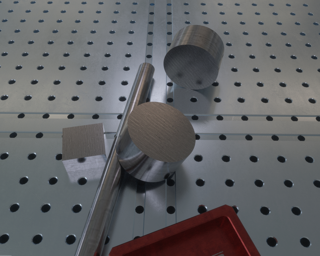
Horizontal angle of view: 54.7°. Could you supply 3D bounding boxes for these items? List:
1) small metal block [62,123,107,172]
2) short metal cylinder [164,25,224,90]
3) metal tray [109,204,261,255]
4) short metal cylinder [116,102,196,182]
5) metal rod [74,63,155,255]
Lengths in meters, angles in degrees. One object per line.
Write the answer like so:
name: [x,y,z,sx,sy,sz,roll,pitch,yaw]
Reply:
small metal block: [-0.093,0.024,0.387,0.050,0.025,0.050,-8,51,-7]
short metal cylinder: [0.051,-0.104,0.459,0.080,0.080,0.050,13,51,10]
metal tray: [0.028,0.136,0.289,0.131,0.030,0.090,-17,52,-14]
short metal cylinder: [-0.006,0.016,0.361,0.081,0.050,0.080,13,52,-16]
metal rod: [-0.046,0.021,0.389,0.025,0.025,0.300,8,50,6]
